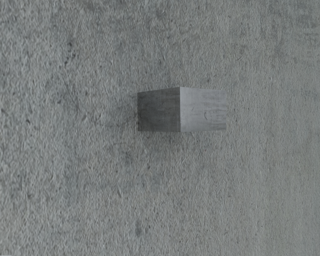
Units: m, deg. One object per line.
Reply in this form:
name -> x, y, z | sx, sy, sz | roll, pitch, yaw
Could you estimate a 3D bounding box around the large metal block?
large metal block -> 0.027, -0.022, 0.395 | 0.081, 0.080, 0.050 | -2, 92, -40
